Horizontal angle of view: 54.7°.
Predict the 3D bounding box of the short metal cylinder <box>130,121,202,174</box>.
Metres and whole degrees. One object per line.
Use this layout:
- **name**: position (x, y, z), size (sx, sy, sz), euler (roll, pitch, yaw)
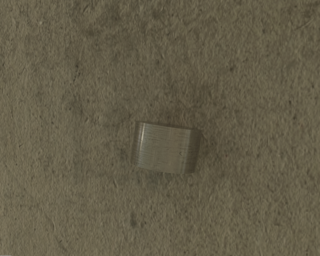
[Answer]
- **short metal cylinder**: position (0.007, 0.021, 0.376), size (0.080, 0.080, 0.050), euler (9, 93, 19)
